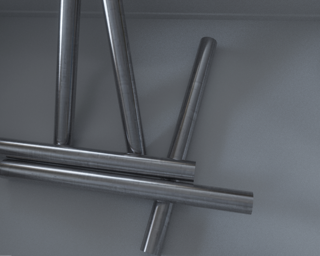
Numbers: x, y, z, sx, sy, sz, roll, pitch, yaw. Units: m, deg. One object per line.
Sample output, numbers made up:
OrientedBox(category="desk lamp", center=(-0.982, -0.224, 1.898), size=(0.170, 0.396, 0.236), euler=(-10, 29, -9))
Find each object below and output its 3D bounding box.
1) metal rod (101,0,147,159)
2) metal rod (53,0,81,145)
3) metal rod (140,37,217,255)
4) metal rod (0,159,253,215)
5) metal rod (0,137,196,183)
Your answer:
OrientedBox(category="metal rod", center=(-0.050, -0.105, 0.377), size=(0.025, 0.025, 0.298), euler=(-9, 98, -3))
OrientedBox(category="metal rod", center=(-0.111, -0.125, 0.378), size=(0.025, 0.025, 0.298), euler=(6, 100, 2))
OrientedBox(category="metal rod", center=(0.030, 0.009, 0.406), size=(0.025, 0.025, 0.299), euler=(15, 71, 5))
OrientedBox(category="metal rod", center=(-0.047, 0.067, 0.364), size=(0.301, 0.025, 0.025), euler=(6, 70, 10))
OrientedBox(category="metal rod", center=(-0.108, 0.035, 0.381), size=(0.301, 0.025, 0.025), euler=(6, 70, 8))
